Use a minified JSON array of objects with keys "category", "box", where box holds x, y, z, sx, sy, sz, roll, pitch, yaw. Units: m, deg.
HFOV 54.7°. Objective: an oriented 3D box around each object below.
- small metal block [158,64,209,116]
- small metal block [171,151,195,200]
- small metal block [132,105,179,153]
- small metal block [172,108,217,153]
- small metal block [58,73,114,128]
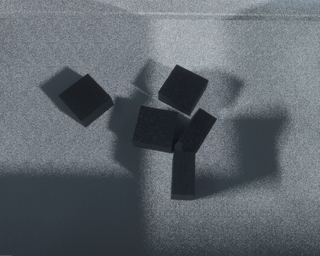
[{"category":"small metal block","box":[0.032,-0.052,0.429,0.050,0.025,0.050,29,72,10]},{"category":"small metal block","box":[0.027,0.059,0.375,0.025,0.050,0.050,3,70,1]},{"category":"small metal block","box":[-0.005,0.002,0.409,0.050,0.025,0.050,11,70,4]},{"category":"small metal block","box":[0.042,0.008,0.392,0.025,0.050,0.050,33,73,2]},{"category":"small metal block","box":[-0.100,-0.038,0.423,0.050,0.025,0.050,-41,75,-14]}]
